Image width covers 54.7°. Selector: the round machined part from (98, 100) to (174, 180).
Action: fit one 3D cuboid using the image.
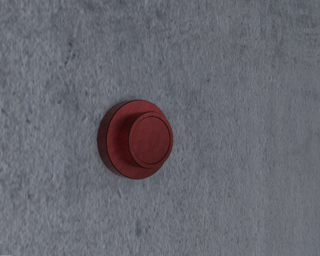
[{"bbox_3d":[-0.022,0.014,0.377,0.099,0.042,0.097,0,90,-40],"label":"round machined part"}]
